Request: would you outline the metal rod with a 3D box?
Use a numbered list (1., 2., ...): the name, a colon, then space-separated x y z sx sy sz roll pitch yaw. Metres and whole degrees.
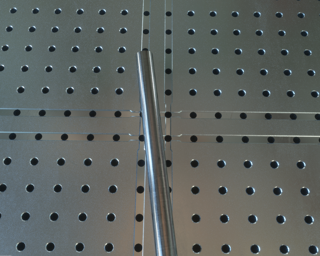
1. metal rod: -0.006 0.034 0.399 0.025 0.025 0.299 -6 70 -3
